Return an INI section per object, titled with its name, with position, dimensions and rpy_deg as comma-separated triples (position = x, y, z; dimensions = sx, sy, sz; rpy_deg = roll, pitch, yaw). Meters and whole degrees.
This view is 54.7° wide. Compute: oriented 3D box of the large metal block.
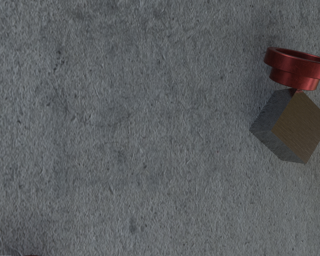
[large metal block]
position = 0.197, -0.003, 0.471
dimensions = 0.080, 0.050, 0.080
rpy_deg = 40, 77, -16

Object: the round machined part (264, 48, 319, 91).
[round machined part]
position = 0.200, -0.085, 0.452
dimensions = 0.099, 0.098, 0.042
rpy_deg = 2, 116, -20
